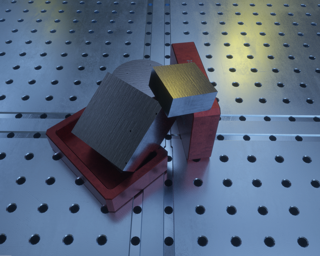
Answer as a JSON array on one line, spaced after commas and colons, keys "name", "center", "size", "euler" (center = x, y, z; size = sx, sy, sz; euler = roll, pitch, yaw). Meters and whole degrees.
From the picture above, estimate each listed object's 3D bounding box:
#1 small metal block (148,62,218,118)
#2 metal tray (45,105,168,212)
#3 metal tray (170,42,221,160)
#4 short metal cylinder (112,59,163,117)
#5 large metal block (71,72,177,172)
[{"name": "small metal block", "center": [0.023, -0.041, 0.320], "size": [0.050, 0.025, 0.050], "euler": [-11, 51, -24]}, {"name": "metal tray", "center": [-0.065, 0.026, 0.380], "size": [0.091, 0.030, 0.130], "euler": [-36, 59, -27]}, {"name": "metal tray", "center": [0.039, -0.036, 0.396], "size": [0.030, 0.089, 0.130], "euler": [-7, 51, -6]}, {"name": "short metal cylinder", "center": [-0.026, -0.051, 0.434], "size": [0.081, 0.050, 0.080], "euler": [0, 50, 0]}, {"name": "large metal block", "center": [-0.039, -0.005, 0.355], "size": [0.080, 0.050, 0.080], "euler": [32, 92, 23]}]
